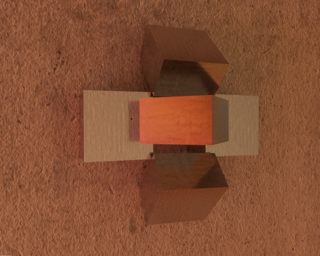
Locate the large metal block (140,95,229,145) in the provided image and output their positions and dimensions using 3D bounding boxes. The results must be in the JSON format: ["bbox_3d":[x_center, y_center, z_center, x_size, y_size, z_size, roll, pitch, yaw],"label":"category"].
[{"bbox_3d":[0.031,-0.008,0.358,0.080,0.080,0.050,0,91,24],"label":"large metal block"}]

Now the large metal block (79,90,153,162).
[{"bbox_3d":[-0.055,-0.003,0.377,0.081,0.050,0.079,-1,90,-21],"label":"large metal block"}]

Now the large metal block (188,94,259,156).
[{"bbox_3d":[0.087,-0.004,0.427,0.081,0.050,0.079,0,90,-21],"label":"large metal block"}]

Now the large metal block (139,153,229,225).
[{"bbox_3d":[0.026,0.076,0.385,0.081,0.079,0.050,1,47,-19],"label":"large metal block"}]

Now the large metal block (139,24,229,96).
[{"bbox_3d":[0.026,-0.083,0.385,0.081,0.080,0.050,0,134,-20],"label":"large metal block"}]
